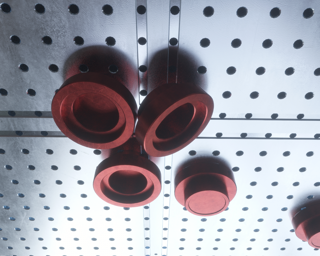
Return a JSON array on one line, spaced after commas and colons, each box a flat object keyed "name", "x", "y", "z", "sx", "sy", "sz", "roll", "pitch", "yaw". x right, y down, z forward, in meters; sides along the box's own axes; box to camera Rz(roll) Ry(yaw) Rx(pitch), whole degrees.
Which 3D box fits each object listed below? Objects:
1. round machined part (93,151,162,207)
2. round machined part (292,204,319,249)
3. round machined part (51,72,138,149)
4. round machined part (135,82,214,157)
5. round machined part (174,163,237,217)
[{"name": "round machined part", "x": -0.047, "y": 0.072, "z": 0.461, "sx": 0.099, "sy": 0.042, "sz": 0.097, "roll": 0, "pitch": 130, "yaw": 0}, {"name": "round machined part", "x": 0.294, "y": 0.181, "z": 0.556, "sx": 0.099, "sy": 0.042, "sz": 0.097, "roll": 0, "pitch": 130, "yaw": 0}, {"name": "round machined part", "x": -0.075, "y": -0.024, "z": 0.374, "sx": 0.098, "sy": 0.042, "sz": 0.097, "roll": 4, "pitch": 128, "yaw": 5}, {"name": "round machined part", "x": 0.013, "y": -0.015, "z": 0.368, "sx": 0.099, "sy": 0.042, "sz": 0.098, "roll": -27, "pitch": 146, "yaw": -20}, {"name": "round machined part", "x": 0.072, "y": 0.103, "z": 0.488, "sx": 0.099, "sy": 0.042, "sz": 0.097, "roll": 0, "pitch": 130, "yaw": 0}]
